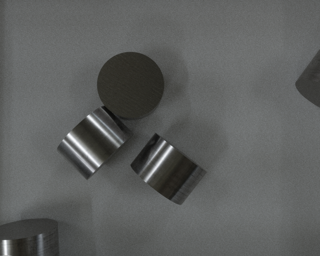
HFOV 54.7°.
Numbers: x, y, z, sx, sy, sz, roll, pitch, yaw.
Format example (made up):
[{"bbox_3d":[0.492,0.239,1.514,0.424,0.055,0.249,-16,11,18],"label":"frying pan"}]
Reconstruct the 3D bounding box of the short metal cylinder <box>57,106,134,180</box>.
[{"bbox_3d":[-0.078,0.018,0.383,0.080,0.080,0.050,-45,91,0],"label":"short metal cylinder"}]

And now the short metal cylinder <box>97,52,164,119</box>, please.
[{"bbox_3d":[-0.036,-0.051,0.397,0.081,0.050,0.079,0,88,-2],"label":"short metal cylinder"}]

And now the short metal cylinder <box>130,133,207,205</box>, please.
[{"bbox_3d":[0.011,0.050,0.384,0.080,0.080,0.050,38,90,-1],"label":"short metal cylinder"}]

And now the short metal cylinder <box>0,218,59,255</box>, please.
[{"bbox_3d":[-0.167,0.148,0.382,0.081,0.080,0.050,-3,90,-1],"label":"short metal cylinder"}]

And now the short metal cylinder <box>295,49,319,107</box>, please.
[{"bbox_3d":[0.221,-0.057,0.387,0.080,0.080,0.050,36,90,-1],"label":"short metal cylinder"}]
